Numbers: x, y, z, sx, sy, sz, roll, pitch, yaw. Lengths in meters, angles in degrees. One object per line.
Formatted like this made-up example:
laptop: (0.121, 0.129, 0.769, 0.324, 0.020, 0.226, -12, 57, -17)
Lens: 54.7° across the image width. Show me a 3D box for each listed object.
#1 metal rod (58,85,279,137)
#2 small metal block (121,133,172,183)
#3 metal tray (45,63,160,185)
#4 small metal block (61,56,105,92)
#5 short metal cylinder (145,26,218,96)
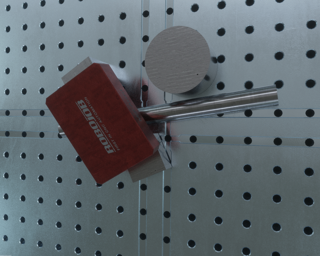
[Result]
metal rod: (-0.003, -0.019, 0.413, 0.301, 0.025, 0.025, -8, 87, 19)
small metal block: (-0.019, 0.040, 0.417, 0.050, 0.025, 0.050, -25, 82, 18)
metal tray: (-0.073, -0.005, 0.393, 0.090, 0.030, 0.130, -32, 91, 17)
small metal block: (-0.099, -0.070, 0.432, 0.050, 0.050, 0.025, -33, 80, 17)
short metal cylinder: (0.028, -0.081, 0.388, 0.080, 0.050, 0.079, 0, 90, 19)
